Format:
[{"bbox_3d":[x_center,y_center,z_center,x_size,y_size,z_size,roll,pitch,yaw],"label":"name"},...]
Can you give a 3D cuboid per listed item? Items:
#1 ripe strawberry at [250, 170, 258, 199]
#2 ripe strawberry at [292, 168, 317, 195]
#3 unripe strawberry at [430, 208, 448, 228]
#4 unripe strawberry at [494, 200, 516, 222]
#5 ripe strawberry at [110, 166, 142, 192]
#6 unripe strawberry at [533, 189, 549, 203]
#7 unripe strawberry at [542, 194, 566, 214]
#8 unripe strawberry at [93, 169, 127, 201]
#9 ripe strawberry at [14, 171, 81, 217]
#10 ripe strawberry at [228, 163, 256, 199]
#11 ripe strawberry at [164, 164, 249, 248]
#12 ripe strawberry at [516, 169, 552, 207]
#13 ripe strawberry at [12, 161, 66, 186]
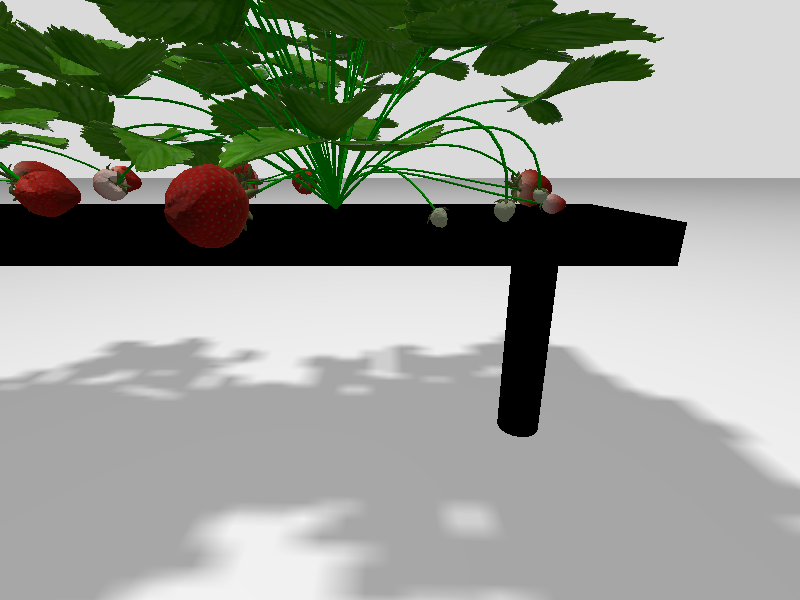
[{"bbox_3d":[-0.180,-0.133,0.450,0.040,0.039,0.037,16,24,41],"label":"ripe strawberry"},{"bbox_3d":[-0.129,-0.161,0.541,0.033,0.034,0.036,-6,19,-18],"label":"ripe strawberry"},{"bbox_3d":[0.022,-0.046,0.228,0.010,0.011,0.011,-11,-28,-31],"label":"unripe strawberry"},{"bbox_3d":[0.056,-0.048,0.215,0.011,0.011,0.011,-15,23,-38],"label":"unripe strawberry"},{"bbox_3d":[-0.355,-0.154,0.517,0.039,0.035,0.035,14,5,36],"label":"ripe strawberry"},{"bbox_3d":[0.092,-0.068,0.263,0.010,0.010,0.009,10,21,27],"label":"unripe strawberry"},{"bbox_3d":[0.113,-0.071,0.294,0.017,0.014,0.017,6,19,15],"label":"unripe strawberry"},{"bbox_3d":[-0.315,-0.124,0.433,0.034,0.033,0.031,1,17,22],"label":"unripe strawberry"},{"bbox_3d":[-0.236,-0.071,0.271,0.031,0.031,0.034,8,20,13],"label":"ripe strawberry"},{"bbox_3d":[-0.166,-0.120,0.404,0.039,0.041,0.036,11,21,31],"label":"ripe strawberry"},{"bbox_3d":[-0.085,-0.039,0.172,0.034,0.036,0.037,3,19,9],"label":"ripe strawberry"},{"bbox_3d":[0.124,-0.103,0.370,0.034,0.033,0.031,-3,18,-10],"label":"ripe strawberry"},{"bbox_3d":[-0.401,-0.135,0.447,0.046,0.039,0.046,16,23,39],"label":"ripe strawberry"}]
